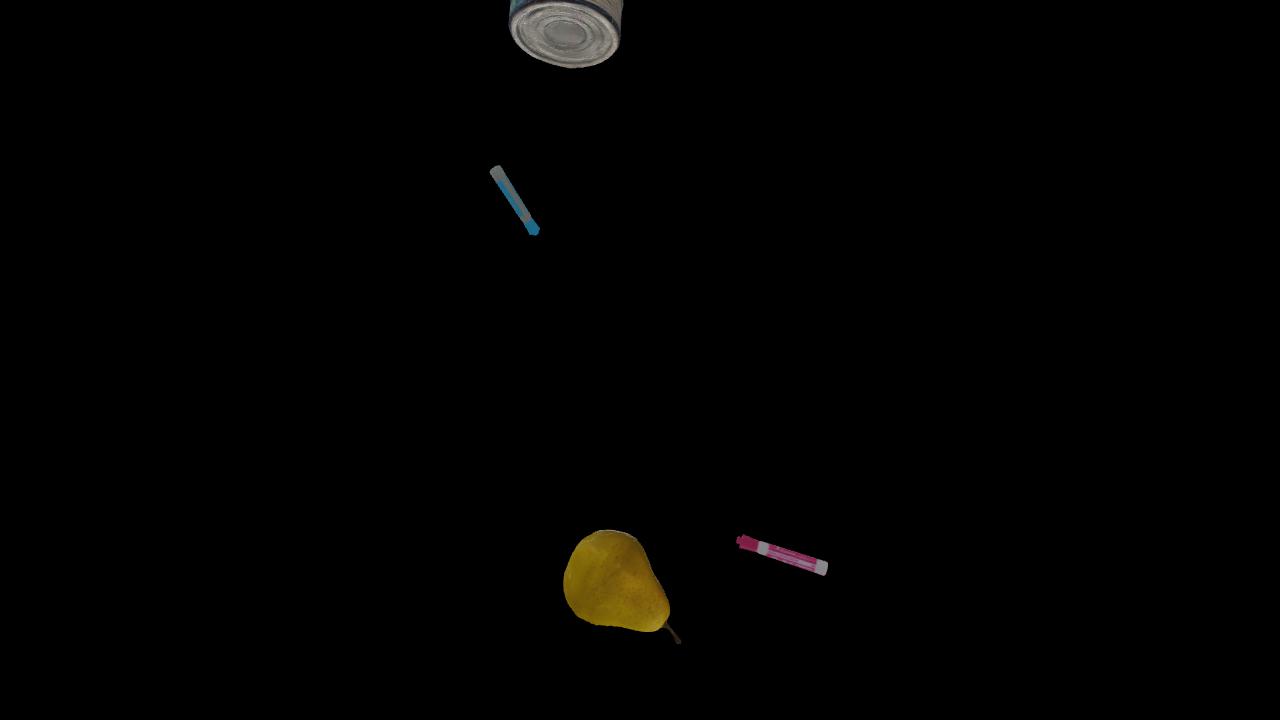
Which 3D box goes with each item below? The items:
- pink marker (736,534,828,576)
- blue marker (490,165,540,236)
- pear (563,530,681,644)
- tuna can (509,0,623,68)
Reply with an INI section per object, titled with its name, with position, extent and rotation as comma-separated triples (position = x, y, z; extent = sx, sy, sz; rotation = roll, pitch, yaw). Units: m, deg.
[pink marker]
position = 0.188, 0.259, 0.820
extent = 0.121, 0.020, 0.020
rotation = 16, 3, 10
[blue marker]
position = -0.185, -0.235, 0.921
extent = 0.020, 0.020, 0.121
rotation = 0, -40, 29
[pear]
position = -0.009, 0.194, 0.519
extent = 0.111, 0.080, 0.080
rotation = 22, 9, 24
[tuna can]
position = -0.055, -0.255, 0.458
extent = 0.084, 0.034, 0.084
rotation = 3, -5, 0
